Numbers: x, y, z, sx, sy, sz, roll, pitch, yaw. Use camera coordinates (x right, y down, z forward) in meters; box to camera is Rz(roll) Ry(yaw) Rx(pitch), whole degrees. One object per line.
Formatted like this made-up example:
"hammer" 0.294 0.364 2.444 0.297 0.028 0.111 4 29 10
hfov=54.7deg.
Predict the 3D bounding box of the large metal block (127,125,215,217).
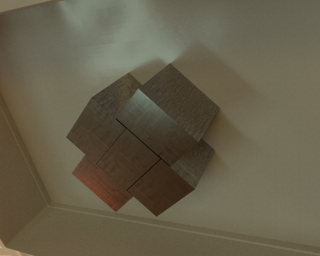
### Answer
"large metal block" 0.015 0.054 0.397 0.050 0.080 0.080 42 129 -1

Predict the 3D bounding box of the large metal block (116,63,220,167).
"large metal block" 0.012 -0.017 0.354 0.080 0.080 0.050 42 129 -1

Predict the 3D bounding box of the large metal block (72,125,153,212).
"large metal block" -0.060 0.055 0.436 0.080 0.080 0.050 42 129 -1

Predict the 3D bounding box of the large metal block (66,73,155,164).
"large metal block" -0.061 -0.013 0.394 0.050 0.080 0.080 42 129 -1

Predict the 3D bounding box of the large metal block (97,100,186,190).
"large metal block" -0.023 0.020 0.395 0.050 0.080 0.080 42 129 -1
